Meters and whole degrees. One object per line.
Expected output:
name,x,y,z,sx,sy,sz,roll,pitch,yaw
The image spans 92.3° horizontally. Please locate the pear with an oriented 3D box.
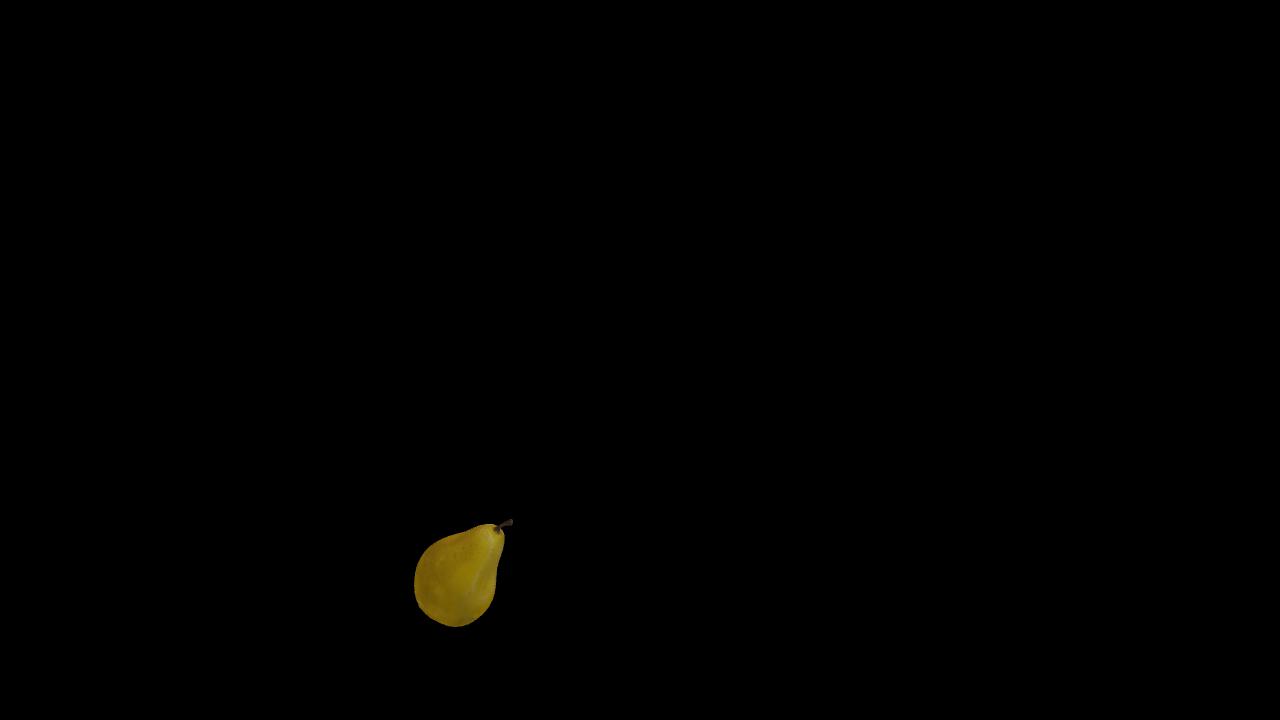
pear,-0.153,0.178,0.553,0.080,0.111,0.080,32,3,-2
